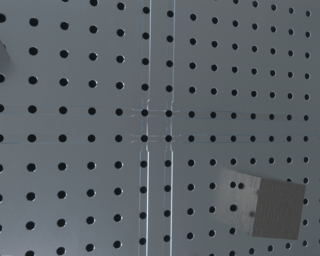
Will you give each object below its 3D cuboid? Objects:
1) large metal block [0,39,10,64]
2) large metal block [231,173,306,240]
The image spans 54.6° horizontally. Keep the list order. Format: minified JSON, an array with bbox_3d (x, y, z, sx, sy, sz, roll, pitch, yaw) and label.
[{"bbox_3d":[-0.203,-0.098,0.309,0.050,0.080,0.080,-40,103,-15],"label":"large metal block"},{"bbox_3d":[0.159,0.115,0.458,0.081,0.050,0.080,12,86,-20],"label":"large metal block"}]
